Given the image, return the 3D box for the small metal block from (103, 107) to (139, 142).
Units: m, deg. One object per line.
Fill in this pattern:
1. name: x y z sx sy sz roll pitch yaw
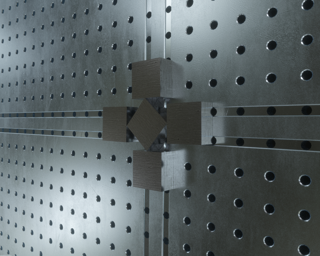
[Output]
1. small metal block: -0.058 -0.006 0.454 0.050 0.025 0.050 2 91 39

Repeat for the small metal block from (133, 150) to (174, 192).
1. small metal block: -0.009 0.055 0.415 0.050 0.025 0.050 1 90 39

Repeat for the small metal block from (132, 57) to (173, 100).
1. small metal block: -0.011 -0.064 0.416 0.050 0.025 0.050 -1 90 39

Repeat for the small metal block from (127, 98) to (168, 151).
1. small metal block: -0.011 -0.005 0.416 0.050 0.025 0.050 50 119 28

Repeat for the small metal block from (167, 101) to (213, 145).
1. small metal block: 0.036 -0.005 0.378 0.050 0.025 0.050 0 90 39
